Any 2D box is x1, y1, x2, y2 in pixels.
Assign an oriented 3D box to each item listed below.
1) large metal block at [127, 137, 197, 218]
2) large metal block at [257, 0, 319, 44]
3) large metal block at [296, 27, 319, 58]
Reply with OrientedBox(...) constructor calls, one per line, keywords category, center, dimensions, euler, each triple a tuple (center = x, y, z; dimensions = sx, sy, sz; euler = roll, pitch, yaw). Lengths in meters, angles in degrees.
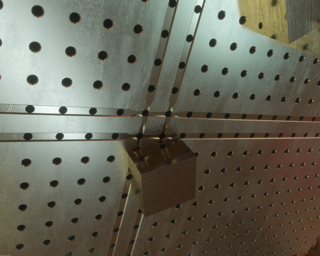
OrientedBox(category="large metal block", center=(0.004, 0.069, 0.441), dimensions=(0.081, 0.050, 0.079), euler=(-16, 125, -20))
OrientedBox(category="large metal block", center=(0.172, -0.165, 0.389), dimensions=(0.080, 0.050, 0.080), euler=(-31, 129, -9))
OrientedBox(category="large metal block", center=(0.253, -0.137, 0.432), dimensions=(0.080, 0.080, 0.050), euler=(-26, 128, -12))
